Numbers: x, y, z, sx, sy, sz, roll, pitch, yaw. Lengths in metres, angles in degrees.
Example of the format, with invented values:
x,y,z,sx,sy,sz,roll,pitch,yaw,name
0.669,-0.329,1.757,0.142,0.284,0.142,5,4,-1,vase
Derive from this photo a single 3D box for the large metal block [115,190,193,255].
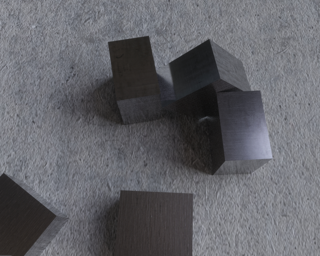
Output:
x,y,z,sx,sy,sz,roll,pitch,yaw,name
-0.005,0.116,0.352,0.080,0.050,0.080,3,70,1,large metal block

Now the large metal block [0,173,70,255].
x,y,z,sx,sy,sz,roll,pitch,yaw,name
-0.167,0.111,0.353,0.080,0.050,0.080,34,74,11,large metal block

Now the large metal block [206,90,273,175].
x,y,z,sx,sy,sz,roll,pitch,yaw,name
0.091,0.009,0.376,0.050,0.080,0.080,-3,70,-1,large metal block

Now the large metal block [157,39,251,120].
x,y,z,sx,sy,sz,roll,pitch,yaw,name
0.054,-0.054,0.382,0.080,0.080,0.050,-25,66,34,large metal block

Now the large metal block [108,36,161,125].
x,y,z,sx,sy,sz,roll,pitch,yaw,name
-0.031,-0.058,0.400,0.050,0.080,0.080,-10,71,-3,large metal block
